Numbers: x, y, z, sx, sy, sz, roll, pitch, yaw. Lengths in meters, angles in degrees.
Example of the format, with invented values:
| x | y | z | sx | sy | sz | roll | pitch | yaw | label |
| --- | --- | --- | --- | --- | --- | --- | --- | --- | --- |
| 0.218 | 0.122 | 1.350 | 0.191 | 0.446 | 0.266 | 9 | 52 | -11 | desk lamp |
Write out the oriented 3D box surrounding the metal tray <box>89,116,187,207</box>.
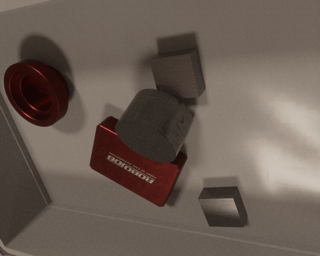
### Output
| x | y | z | sx | sy | sz | roll | pitch | yaw | label |
| --- | --- | --- | --- | --- | --- | --- | --- | --- | --- |
| -0.036 | 0.050 | 0.453 | 0.130 | 0.030 | 0.089 | 27 | 128 | 10 | metal tray |

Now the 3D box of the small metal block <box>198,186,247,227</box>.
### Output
| x | y | z | sx | sy | sz | roll | pitch | yaw | label |
| --- | --- | --- | --- | --- | --- | --- | --- | --- | --- |
| 0.087 | 0.110 | 0.430 | 0.050 | 0.025 | 0.050 | -10 | 114 | 32 | small metal block |

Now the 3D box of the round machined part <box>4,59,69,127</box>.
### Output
| x | y | z | sx | sy | sz | roll | pitch | yaw | label |
| --- | --- | --- | --- | --- | --- | --- | --- | --- | --- |
| -0.174 | -0.054 | 0.454 | 0.098 | 0.042 | 0.097 | 13 | 124 | 20 | round machined part |

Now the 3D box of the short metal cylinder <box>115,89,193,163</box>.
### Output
| x | y | z | sx | sy | sz | roll | pitch | yaw | label |
| --- | --- | --- | --- | --- | --- | --- | --- | --- | --- |
| -0.007 | -0.002 | 0.376 | 0.080 | 0.050 | 0.080 | 22 | 151 | 14 | short metal cylinder |

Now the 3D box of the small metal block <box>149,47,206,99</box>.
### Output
| x | y | z | sx | sy | sz | roll | pitch | yaw | label |
| --- | --- | --- | --- | --- | --- | --- | --- | --- | --- |
| 0.021 | -0.062 | 0.358 | 0.050 | 0.025 | 0.050 | -1 | 118 | 28 | small metal block |
